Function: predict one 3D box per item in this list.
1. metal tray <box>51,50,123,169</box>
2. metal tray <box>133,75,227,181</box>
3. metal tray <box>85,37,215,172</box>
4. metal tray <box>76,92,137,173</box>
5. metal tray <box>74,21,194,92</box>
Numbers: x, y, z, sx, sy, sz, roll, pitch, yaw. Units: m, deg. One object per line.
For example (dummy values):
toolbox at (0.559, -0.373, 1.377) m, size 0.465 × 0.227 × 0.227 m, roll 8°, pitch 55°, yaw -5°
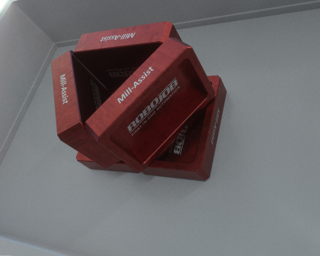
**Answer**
metal tray at (-0.089, -0.024, 0.384) m, size 0.030 × 0.090 × 0.130 m, roll -28°, pitch 52°, yaw 11°
metal tray at (0.026, -0.003, 0.390) m, size 0.090 × 0.030 × 0.130 m, roll 1°, pitch 61°, yaw 29°
metal tray at (-0.005, -0.022, 0.338) m, size 0.130 × 0.090 × 0.030 m, roll -46°, pitch 51°, yaw -4°
metal tray at (-0.054, -0.005, 0.434) m, size 0.090 × 0.030 × 0.130 m, roll 1°, pitch 61°, yaw 28°
metal tray at (-0.030, -0.083, 0.388) m, size 0.130 × 0.090 × 0.030 m, roll 2°, pitch 63°, yaw 29°
